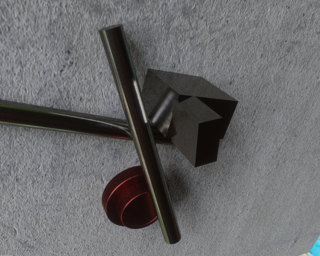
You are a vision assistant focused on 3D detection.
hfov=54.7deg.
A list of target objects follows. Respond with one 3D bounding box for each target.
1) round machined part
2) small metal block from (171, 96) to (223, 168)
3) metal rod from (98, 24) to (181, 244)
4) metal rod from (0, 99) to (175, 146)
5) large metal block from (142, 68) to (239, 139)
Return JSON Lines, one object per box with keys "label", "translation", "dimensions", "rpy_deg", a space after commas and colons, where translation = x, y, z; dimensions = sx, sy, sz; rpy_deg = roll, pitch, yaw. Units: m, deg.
{"label": "round machined part", "translation": [-0.030, 0.106, 0.446], "dimensions": [0.099, 0.042, 0.097], "rpy_deg": [-14, 125, -21]}
{"label": "small metal block", "translation": [0.035, 0.002, 0.309], "dimensions": [0.025, 0.050, 0.050], "rpy_deg": [-13, 124, -22]}
{"label": "metal rod", "translation": [-0.016, 0.028, 0.379], "dimensions": [0.025, 0.025, 0.298], "rpy_deg": [-23, 117, -15]}
{"label": "metal rod", "translation": [-0.055, 0.000, 0.378], "dimensions": [0.302, 0.025, 0.025], "rpy_deg": [9, 114, -33]}
{"label": "large metal block", "translation": [0.031, -0.029, 0.371], "dimensions": [0.081, 0.080, 0.050], "rpy_deg": [3, 117, -30]}
